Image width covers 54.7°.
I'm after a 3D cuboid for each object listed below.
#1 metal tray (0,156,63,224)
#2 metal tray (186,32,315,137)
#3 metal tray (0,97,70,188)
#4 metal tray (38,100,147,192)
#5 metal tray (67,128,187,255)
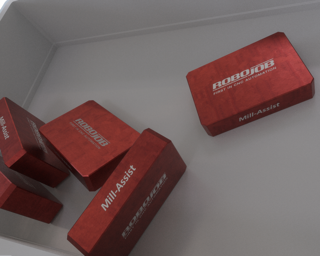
[{"bbox_3d":[-0.204,0.076,0.424,0.130,0.090,0.030,26,76,37],"label":"metal tray"},{"bbox_3d":[0.105,-0.054,0.380,0.130,0.030,0.090,-23,53,14],"label":"metal tray"},{"bbox_3d":[-0.191,0.020,0.452,0.030,0.090,0.130,-41,51,1],"label":"metal tray"},{"bbox_3d":[-0.092,0.017,0.418,0.091,0.030,0.130,-34,47,-26],"label":"metal tray"},{"bbox_3d":[-0.027,0.074,0.328,0.030,0.090,0.130,30,76,26],"label":"metal tray"}]
